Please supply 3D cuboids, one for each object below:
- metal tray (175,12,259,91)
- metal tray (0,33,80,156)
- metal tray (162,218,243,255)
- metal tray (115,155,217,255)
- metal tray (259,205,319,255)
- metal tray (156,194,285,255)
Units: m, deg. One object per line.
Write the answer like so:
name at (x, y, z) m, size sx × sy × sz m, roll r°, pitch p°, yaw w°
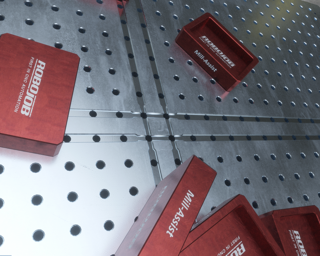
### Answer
metal tray at (0.101, -0.135, 0.540) m, size 0.130 × 0.030 × 0.090 m, roll 45°, pitch 51°, yaw 3°
metal tray at (-0.147, -0.040, 0.350) m, size 0.091 × 0.030 × 0.130 m, roll 14°, pitch 56°, yaw -20°
metal tray at (0.059, 0.170, 0.332) m, size 0.091 × 0.030 × 0.130 m, roll -1°, pitch 62°, yaw -29°
metal tray at (0.000, 0.096, 0.307) m, size 0.030 × 0.090 × 0.130 m, roll 38°, pitch 51°, yaw -3°
metal tray at (0.188, 0.171, 0.401) m, size 0.091 × 0.030 × 0.130 m, roll 2°, pitch 61°, yaw -27°
metal tray at (0.063, 0.137, 0.315) m, size 0.131 × 0.030 × 0.090 m, roll -24°, pitch 75°, yaw -36°
